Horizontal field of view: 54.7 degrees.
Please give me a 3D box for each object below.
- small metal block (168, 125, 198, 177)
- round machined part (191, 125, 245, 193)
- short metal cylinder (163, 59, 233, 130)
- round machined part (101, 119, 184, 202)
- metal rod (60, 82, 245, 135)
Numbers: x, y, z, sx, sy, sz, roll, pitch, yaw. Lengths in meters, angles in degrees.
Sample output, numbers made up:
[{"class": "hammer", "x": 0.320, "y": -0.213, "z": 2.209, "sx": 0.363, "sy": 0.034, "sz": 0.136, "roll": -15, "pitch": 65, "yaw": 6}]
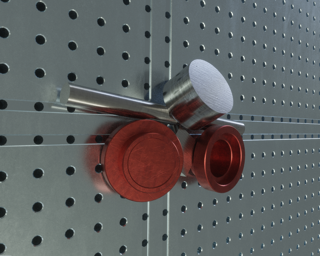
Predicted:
[{"class": "small metal block", "x": 0.024, "y": 0.031, "z": 0.424, "sx": 0.050, "sy": 0.025, "sz": 0.050, "roll": 44, "pitch": 64, "yaw": -31}, {"class": "round machined part", "x": 0.081, "y": 0.044, "z": 0.459, "sx": 0.099, "sy": 0.042, "sz": 0.097, "roll": -3, "pitch": 95, "yaw": -43}, {"class": "short metal cylinder", "x": 0.051, "y": -0.043, "z": 0.412, "sx": 0.080, "sy": 0.050, "sz": 0.080, "roll": 24, "pitch": 50, "yaw": -31}, {"class": "round machined part", "x": -0.016, "y": 0.039, "z": 0.363, "sx": 0.099, "sy": 0.042, "sz": 0.097, "roll": 0, "pitch": 91, "yaw": -22}, {"class": "metal rod", "x": 0.016, "y": -0.017, "z": 0.418, "sx": 0.302, "sy": 0.025, "sz": 0.025, "roll": 9, "pitch": 84, "yaw": -40}]
